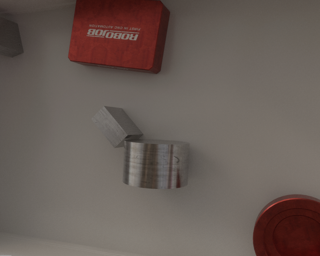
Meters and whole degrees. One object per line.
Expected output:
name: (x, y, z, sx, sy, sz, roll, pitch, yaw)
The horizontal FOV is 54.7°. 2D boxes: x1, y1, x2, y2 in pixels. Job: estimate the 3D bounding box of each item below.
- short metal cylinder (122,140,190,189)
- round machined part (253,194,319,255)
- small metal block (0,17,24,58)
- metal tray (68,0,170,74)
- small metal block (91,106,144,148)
short metal cylinder: (-0.005, 0.042, 0.382, 0.080, 0.080, 0.050, 3, 91, 19)
round machined part: (0.156, 0.123, 0.346, 0.098, 0.042, 0.097, 0, 90, 19)
small metal block: (-0.245, -0.142, 0.482, 0.025, 0.050, 0.050, -16, 85, 19)
metal tray: (-0.058, -0.128, 0.427, 0.130, 0.030, 0.089, 10, 93, 19)
small metal block: (-0.056, -0.002, 0.416, 0.025, 0.050, 0.050, -44, 77, 15)
